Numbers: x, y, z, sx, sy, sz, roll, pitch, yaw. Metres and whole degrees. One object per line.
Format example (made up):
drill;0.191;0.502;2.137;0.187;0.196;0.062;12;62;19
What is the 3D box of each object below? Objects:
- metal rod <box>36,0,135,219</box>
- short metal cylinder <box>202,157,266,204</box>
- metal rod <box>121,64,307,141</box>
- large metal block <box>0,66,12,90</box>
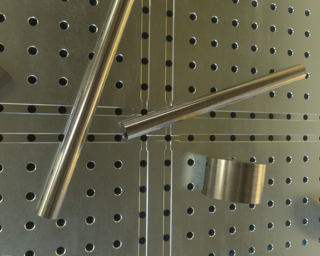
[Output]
metal rod;-0.086;-0.038;0.380;0.025;0.025;0.299;20;83;-19
short metal cylinder;0.100;0.069;0.420;0.081;0.080;0.050;8;88;-20
metal rod;0.089;-0.043;0.445;0.302;0.025;0.025;-19;97;-19
large metal block;-0.218;-0.054;0.319;0.080;0.050;0.080;43;77;-15
